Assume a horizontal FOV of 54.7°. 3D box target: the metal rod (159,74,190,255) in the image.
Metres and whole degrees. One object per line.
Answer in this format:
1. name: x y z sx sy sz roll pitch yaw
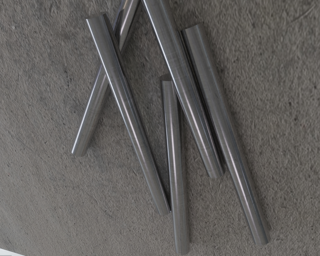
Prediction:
1. metal rod: 0.024 0.070 0.436 0.025 0.025 0.298 9 122 24

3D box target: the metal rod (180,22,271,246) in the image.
1. metal rod: 0.086 0.023 0.375 0.025 0.025 0.299 -9 114 32

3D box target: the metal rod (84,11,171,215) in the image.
1. metal rod: -0.030 0.003 0.405 0.025 0.025 0.298 1 125 28

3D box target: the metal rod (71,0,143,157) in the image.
1. metal rod: -0.072 -0.064 0.405 0.025 0.025 0.298 34 129 5

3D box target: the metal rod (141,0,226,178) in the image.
1. metal rod: 0.021 -0.066 0.337 0.025 0.025 0.299 -6 121 31
